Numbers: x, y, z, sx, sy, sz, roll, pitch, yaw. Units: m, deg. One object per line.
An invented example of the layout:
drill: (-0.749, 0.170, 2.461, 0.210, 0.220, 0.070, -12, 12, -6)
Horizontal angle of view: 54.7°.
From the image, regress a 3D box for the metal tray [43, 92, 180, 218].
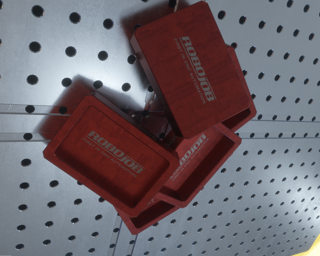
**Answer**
metal tray: (-0.054, 0.031, 0.359, 0.130, 0.030, 0.090, 37, 98, -9)

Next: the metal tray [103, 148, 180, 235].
metal tray: (-0.026, 0.090, 0.451, 0.090, 0.030, 0.129, -29, 129, -10)

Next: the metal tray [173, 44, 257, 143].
metal tray: (0.075, -0.041, 0.425, 0.090, 0.030, 0.130, -37, 130, -4)

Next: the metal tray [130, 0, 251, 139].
metal tray: (0.035, -0.064, 0.350, 0.091, 0.030, 0.129, -27, 98, -12)

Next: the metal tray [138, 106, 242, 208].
metal tray: (0.039, 0.041, 0.418, 0.090, 0.030, 0.130, 33, 100, -39)
